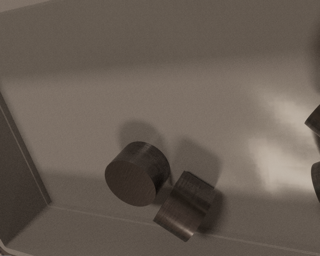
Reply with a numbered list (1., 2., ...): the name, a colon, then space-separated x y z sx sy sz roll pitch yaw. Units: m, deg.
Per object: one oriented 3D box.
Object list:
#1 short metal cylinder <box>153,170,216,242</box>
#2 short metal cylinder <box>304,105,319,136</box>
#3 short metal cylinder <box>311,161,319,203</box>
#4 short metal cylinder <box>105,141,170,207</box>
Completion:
1. short metal cylinder: 0.033 0.105 0.419 0.050 0.080 0.079 32 128 7
2. short metal cylinder: 0.174 -0.015 0.264 0.050 0.081 0.079 48 132 22
3. short metal cylinder: 0.197 0.063 0.308 0.050 0.080 0.080 -34 100 38
4. short metal cylinder: -0.032 0.066 0.449 0.080 0.050 0.079 13 124 20
